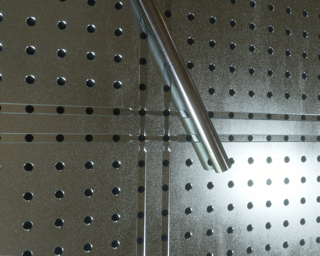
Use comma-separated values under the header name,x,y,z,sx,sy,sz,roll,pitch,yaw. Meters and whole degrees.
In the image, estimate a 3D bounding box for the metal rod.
name,x,y,z,sx,sy,sz,roll,pitch,yaw
metal rod,0.027,-0.074,0.423,0.025,0.025,0.299,-29,100,-18
